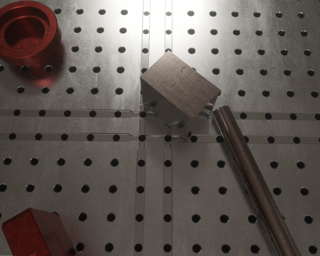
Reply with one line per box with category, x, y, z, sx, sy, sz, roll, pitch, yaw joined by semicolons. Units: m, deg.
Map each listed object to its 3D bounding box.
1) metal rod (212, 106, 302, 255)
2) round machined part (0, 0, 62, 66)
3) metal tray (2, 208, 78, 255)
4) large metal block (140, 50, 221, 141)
metal rod;0.134;0.108;0.373;0.025;0.025;0.299;-19;71;-7
round machined part;-0.192;-0.132;0.448;0.099;0.042;0.098;0;70;-1
metal tray;-0.106;0.150;0.320;0.030;0.090;0.130;-30;73;-10
large metal block;0.023;-0.039;0.397;0.080;0.080;0.050;41;75;13
